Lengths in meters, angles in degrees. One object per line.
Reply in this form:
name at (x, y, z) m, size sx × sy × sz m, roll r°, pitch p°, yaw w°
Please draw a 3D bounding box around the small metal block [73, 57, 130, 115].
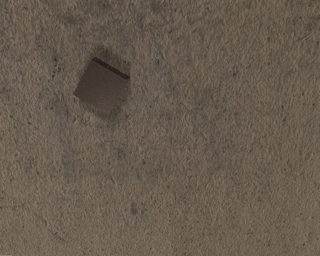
small metal block at (-0.073, -0.053, 0.389) m, size 0.050 × 0.025 × 0.050 m, roll 30°, pitch 107°, yaw -11°
